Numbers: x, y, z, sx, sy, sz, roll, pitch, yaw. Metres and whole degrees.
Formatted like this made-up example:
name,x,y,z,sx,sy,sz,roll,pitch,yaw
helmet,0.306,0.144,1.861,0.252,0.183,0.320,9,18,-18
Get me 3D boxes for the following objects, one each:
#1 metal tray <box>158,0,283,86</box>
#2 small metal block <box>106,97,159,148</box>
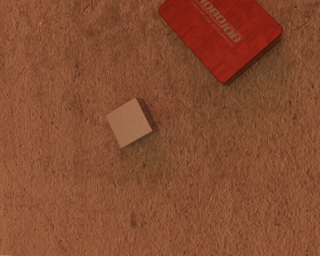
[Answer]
name,x,y,z,sx,sy,sz,roll,pitch,yaw
metal tray,0.072,-0.128,0.381,0.090,0.030,0.130,-42,77,15
small metal block,-0.038,-0.007,0.421,0.050,0.025,0.050,-29,81,17
